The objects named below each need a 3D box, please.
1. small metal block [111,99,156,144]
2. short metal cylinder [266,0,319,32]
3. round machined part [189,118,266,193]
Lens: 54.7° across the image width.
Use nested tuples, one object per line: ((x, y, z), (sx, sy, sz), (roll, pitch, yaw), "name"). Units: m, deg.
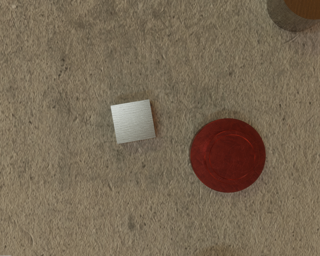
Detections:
((-0.034, -0.008, 0.410), (0.050, 0.025, 0.050), (-10, 90, -1), "small metal block")
((0.186, -0.171, 0.400), (0.081, 0.050, 0.079), (0, 90, -1), "short metal cylinder")
((0.089, 0.036, 0.403), (0.099, 0.042, 0.097), (0, 90, -1), "round machined part")
